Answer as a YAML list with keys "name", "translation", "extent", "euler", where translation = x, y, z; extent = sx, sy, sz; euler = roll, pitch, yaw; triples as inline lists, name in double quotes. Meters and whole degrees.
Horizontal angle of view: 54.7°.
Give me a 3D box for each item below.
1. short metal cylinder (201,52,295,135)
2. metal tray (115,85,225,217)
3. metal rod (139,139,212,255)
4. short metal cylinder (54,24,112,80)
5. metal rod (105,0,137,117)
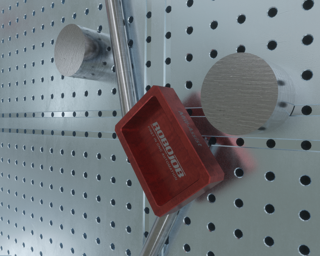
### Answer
- name: "short metal cylinder"
  translation: [0.090, -0.033, 0.318]
  extent: [0.080, 0.050, 0.079]
  euler: [0, 90, 39]
- name: "metal tray"
  translation: [0.005, 0.026, 0.366]
  extent: [0.090, 0.030, 0.130]
  euler: [-43, 64, 31]
- name: "metal rod"
  translation: [-0.004, 0.147, 0.411]
  extent: [0.025, 0.025, 0.298]
  euler: [34, 111, 34]
- name: "short metal cylinder"
  translation: [-0.123, -0.119, 0.492]
  extent: [0.080, 0.050, 0.079]
  euler: [0, 90, 39]
- name: "metal rod"
  translation: [-0.060, -0.132, 0.456]
  extent: [0.025, 0.025, 0.298]
  euler: [-15, 80, 39]
